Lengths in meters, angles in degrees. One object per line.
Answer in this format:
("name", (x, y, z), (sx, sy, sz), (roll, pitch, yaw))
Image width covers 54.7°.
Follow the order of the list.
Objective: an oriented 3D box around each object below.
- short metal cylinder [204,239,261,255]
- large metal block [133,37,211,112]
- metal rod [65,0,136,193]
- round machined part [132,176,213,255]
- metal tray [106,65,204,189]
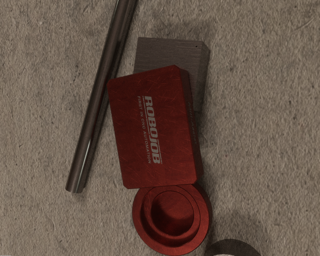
("short metal cylinder", (0.084, 0.180, 0.366), (0.080, 0.050, 0.079), (0, 90, 19))
("large metal block", (0.014, -0.066, 0.390), (0.080, 0.050, 0.079), (9, 93, 19))
("metal rod", (-0.083, -0.052, 0.436), (0.025, 0.025, 0.298), (19, 96, 18))
("round machined part", (0.018, 0.105, 0.393), (0.098, 0.042, 0.097), (0, 90, 19))
("metal tray", (-0.006, 0.001, 0.357), (0.090, 0.030, 0.129), (-9, 91, 21))
